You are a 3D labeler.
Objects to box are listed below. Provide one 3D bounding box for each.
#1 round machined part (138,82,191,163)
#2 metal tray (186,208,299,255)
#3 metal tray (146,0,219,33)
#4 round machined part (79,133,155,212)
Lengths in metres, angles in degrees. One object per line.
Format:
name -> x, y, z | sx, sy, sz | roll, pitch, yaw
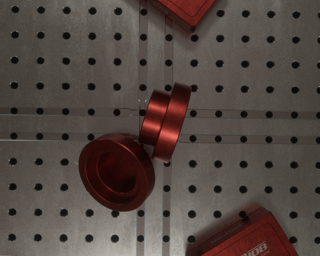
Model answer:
round machined part -> 0.003, -0.010, 0.377 | 0.042, 0.098, 0.097 | 17, 90, 0
metal tray -> 0.111, 0.179, 0.412 | 0.130, 0.030, 0.090 | -31, 90, -1
metal tray -> 0.019, -0.202, 0.410 | 0.130, 0.030, 0.090 | 37, 90, -1
round machined part -> -0.050, 0.052, 0.390 | 0.098, 0.042, 0.097 | 9, 113, 23
